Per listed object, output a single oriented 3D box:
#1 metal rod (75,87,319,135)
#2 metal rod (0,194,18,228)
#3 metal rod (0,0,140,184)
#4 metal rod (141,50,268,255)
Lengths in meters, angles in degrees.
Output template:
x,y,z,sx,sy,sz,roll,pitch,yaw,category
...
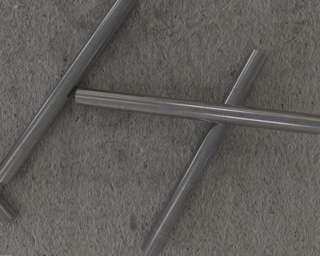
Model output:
x,y,z,sx,sy,sz,roll,pitch,yaw,category
0.042,-0.023,0.389,0.301,0.025,0.025,7,90,8,metal rod
-0.297,0.010,0.407,0.025,0.025,0.300,-41,90,0,metal rod
-0.122,-0.056,0.408,0.025,0.025,0.299,35,90,0,metal rod
0.058,0.034,0.410,0.025,0.025,0.299,29,90,0,metal rod
